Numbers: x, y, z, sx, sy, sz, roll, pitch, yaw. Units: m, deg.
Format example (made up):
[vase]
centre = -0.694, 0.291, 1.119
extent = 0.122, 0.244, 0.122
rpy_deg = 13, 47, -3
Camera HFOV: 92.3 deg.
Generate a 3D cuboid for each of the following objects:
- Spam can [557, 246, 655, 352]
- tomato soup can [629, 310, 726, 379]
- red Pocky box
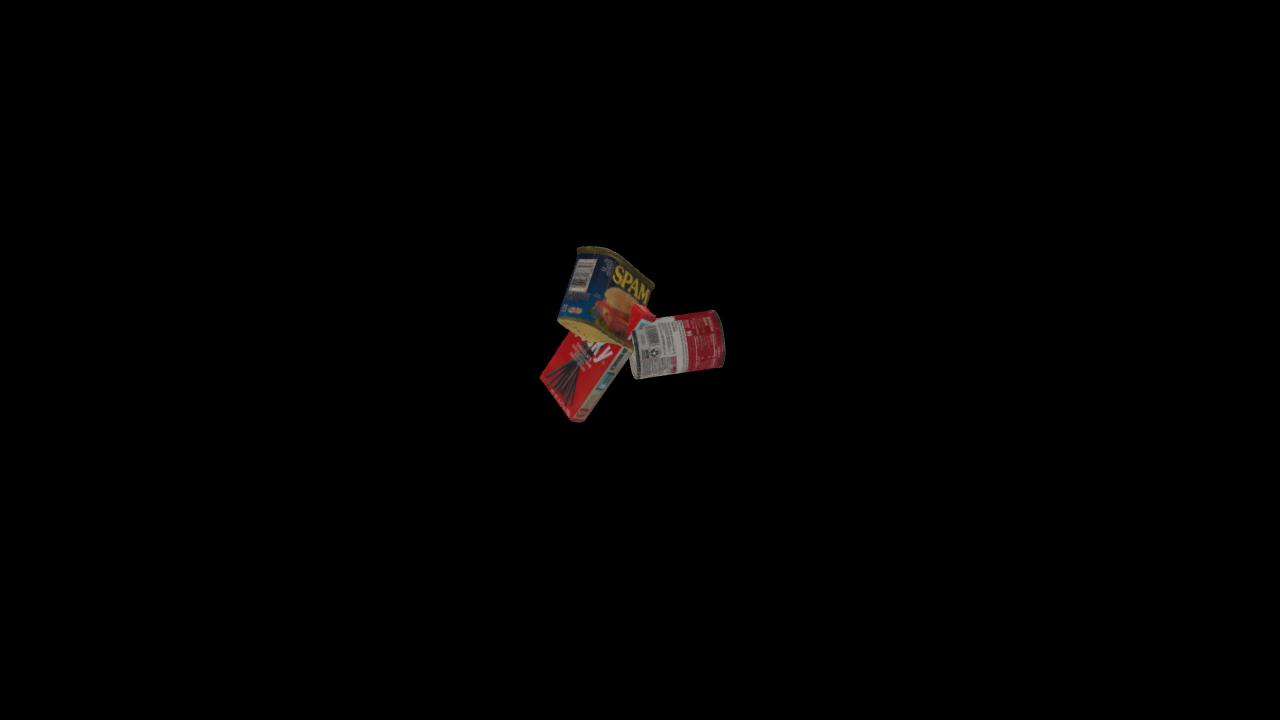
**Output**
[Spam can]
centre = -0.037, -0.063, 0.675
extent = 0.058, 0.085, 0.101
rpy_deg = 8, -15, 37
[tomato soup can]
centre = 0.038, -0.016, 0.696
extent = 0.101, 0.068, 0.068
rpy_deg = -9, 1, -8
[red Pocky box]
centre = -0.053, -0.012, 0.711
extent = 0.028, 0.155, 0.083
rpy_deg = 16, 25, -48
